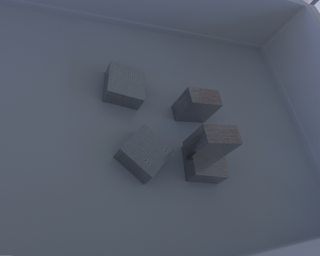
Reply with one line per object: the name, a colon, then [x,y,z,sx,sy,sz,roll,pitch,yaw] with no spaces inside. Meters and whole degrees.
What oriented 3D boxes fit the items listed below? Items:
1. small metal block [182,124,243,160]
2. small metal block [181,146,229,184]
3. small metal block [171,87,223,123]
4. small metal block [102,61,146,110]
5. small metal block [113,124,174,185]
small metal block: [0.064,0.019,0.383,0.050,0.050,0.025,2,61,-27]
small metal block: [0.059,0.045,0.412,0.050,0.025,0.050,9,58,-24]
small metal block: [0.052,-0.031,0.438,0.050,0.050,0.025,3,61,-27]
small metal block: [-0.048,-0.056,0.416,0.050,0.025,0.050,14,56,-21]
small metal block: [-0.019,0.032,0.377,0.050,0.025,0.050,42,51,0]
